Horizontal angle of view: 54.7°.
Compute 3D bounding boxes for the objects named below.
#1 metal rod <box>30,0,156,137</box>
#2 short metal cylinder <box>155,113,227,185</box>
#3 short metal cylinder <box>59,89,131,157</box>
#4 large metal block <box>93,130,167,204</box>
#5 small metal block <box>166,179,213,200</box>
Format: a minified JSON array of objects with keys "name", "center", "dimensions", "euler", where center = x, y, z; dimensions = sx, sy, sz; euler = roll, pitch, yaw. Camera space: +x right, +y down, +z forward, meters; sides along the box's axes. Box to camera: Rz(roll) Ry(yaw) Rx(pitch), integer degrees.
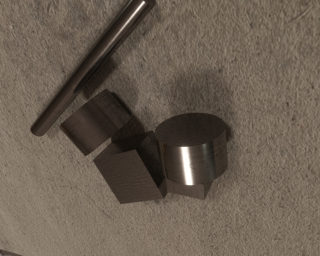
[{"name":"metal rod","center":[-0.108,-0.068,0.419],"dimensions":[0.025,0.025,0.299],"euler":[48,128,-6]},{"name":"short metal cylinder","center":[0.037,0.022,0.364],"dimensions":[0.080,0.080,0.050],"euler":[5,121,25]},{"name":"short metal cylinder","center":[-0.085,-0.008,0.409],"dimensions":[0.080,0.080,0.050],"euler":[-34,100,38]},{"name":"large metal block","center":[-0.034,0.058,0.443],"dimensions":[0.080,0.050,0.080],"euler":[-16,110,34]},{"name":"small metal block","center":[0.041,0.064,0.407],"dimensions":[0.050,0.050,0.025],"euler":[7,122,24]}]
